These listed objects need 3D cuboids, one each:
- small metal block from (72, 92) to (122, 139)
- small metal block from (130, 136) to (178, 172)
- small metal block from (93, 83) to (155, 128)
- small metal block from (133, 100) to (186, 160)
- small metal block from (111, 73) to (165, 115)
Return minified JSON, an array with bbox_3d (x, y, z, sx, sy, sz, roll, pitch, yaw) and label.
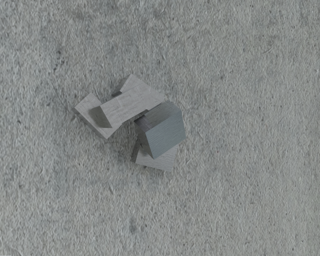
[{"bbox_3d":[-0.077,-0.014,0.369,0.025,0.050,0.050,-47,105,-14],"label":"small metal block"},{"bbox_3d":[-0.006,0.027,0.409,0.050,0.025,0.050,17,84,-20],"label":"small metal block"},{"bbox_3d":[-0.040,-0.023,0.330,0.050,0.050,0.025,-31,101,-18],"label":"small metal block"},{"bbox_3d":[0.001,0.002,0.372,0.050,0.025,0.050,-33,138,-17],"label":"small metal block"},{"bbox_3d":[-0.029,-0.040,0.387,0.050,0.050,0.025,34,79,-17],"label":"small metal block"}]
